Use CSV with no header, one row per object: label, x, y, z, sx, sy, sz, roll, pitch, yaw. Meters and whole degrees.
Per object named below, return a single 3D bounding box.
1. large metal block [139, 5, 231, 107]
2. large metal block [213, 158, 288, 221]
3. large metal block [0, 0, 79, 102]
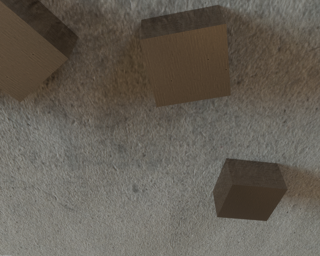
large metal block,0.028,-0.074,0.328,0.080,0.050,0.080,-9,130,7
large metal block,0.134,0.096,0.474,0.081,0.050,0.079,6,130,-6
large metal block,-0.146,-0.086,0.315,0.080,0.050,0.080,-33,123,24
